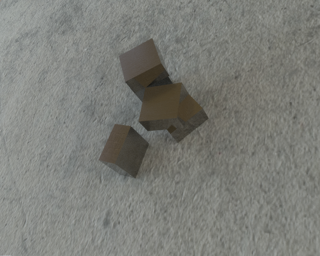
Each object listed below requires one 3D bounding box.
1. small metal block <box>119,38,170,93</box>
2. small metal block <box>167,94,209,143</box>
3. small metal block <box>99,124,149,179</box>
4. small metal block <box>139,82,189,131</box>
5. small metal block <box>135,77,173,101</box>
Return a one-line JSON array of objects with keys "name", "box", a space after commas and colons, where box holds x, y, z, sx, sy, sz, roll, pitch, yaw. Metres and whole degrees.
[{"name": "small metal block", "box": [-0.021, -0.080, 0.399, 0.050, 0.025, 0.050, -25, 53, 12]}, {"name": "small metal block", "box": [0.025, -0.018, 0.400, 0.050, 0.025, 0.050, -39, 51, 1]}, {"name": "small metal block", "box": [-0.044, 0.030, 0.391, 0.025, 0.050, 0.050, 8, 66, 31]}, {"name": "small metal block", "box": [0.006, -0.026, 0.384, 0.050, 0.025, 0.050, -5, 59, 25]}, {"name": "small metal block", "box": [-0.010, -0.061, 0.429, 0.050, 0.050, 0.025, -29, 52, 10]}]
